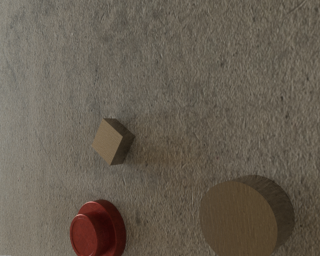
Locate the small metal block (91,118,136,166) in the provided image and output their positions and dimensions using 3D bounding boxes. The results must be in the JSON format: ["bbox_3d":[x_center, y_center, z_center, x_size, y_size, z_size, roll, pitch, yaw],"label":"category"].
[{"bbox_3d":[-0.070,0.020,0.460,0.050,0.025,0.050,39,114,32],"label":"small metal block"}]

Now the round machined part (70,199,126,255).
[{"bbox_3d":[-0.101,0.162,0.475,0.098,0.042,0.097,0,90,39],"label":"round machined part"}]

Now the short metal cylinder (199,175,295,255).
[{"bbox_3d":[0.088,0.091,0.315,0.080,0.050,0.079,0,90,39],"label":"short metal cylinder"}]
